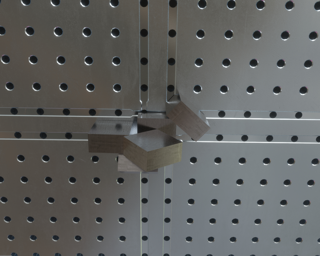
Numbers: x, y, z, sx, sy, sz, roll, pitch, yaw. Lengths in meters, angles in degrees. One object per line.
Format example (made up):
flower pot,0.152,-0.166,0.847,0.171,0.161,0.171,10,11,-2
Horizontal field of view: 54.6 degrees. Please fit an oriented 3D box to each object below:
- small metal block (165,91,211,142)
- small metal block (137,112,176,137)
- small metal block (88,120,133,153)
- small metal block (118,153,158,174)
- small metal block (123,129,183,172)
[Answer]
small metal block,0.034,-0.016,0.394,0.050,0.050,0.025,41,104,-14
small metal block,-0.005,0.007,0.416,0.050,0.025,0.050,1,110,-2
small metal block,-0.062,0.011,0.403,0.050,0.050,0.025,2,111,0
small metal block,-0.028,0.047,0.415,0.050,0.050,0.025,1,79,0
small metal block,-0.009,0.025,0.372,0.050,0.050,0.025,-13,115,-35
